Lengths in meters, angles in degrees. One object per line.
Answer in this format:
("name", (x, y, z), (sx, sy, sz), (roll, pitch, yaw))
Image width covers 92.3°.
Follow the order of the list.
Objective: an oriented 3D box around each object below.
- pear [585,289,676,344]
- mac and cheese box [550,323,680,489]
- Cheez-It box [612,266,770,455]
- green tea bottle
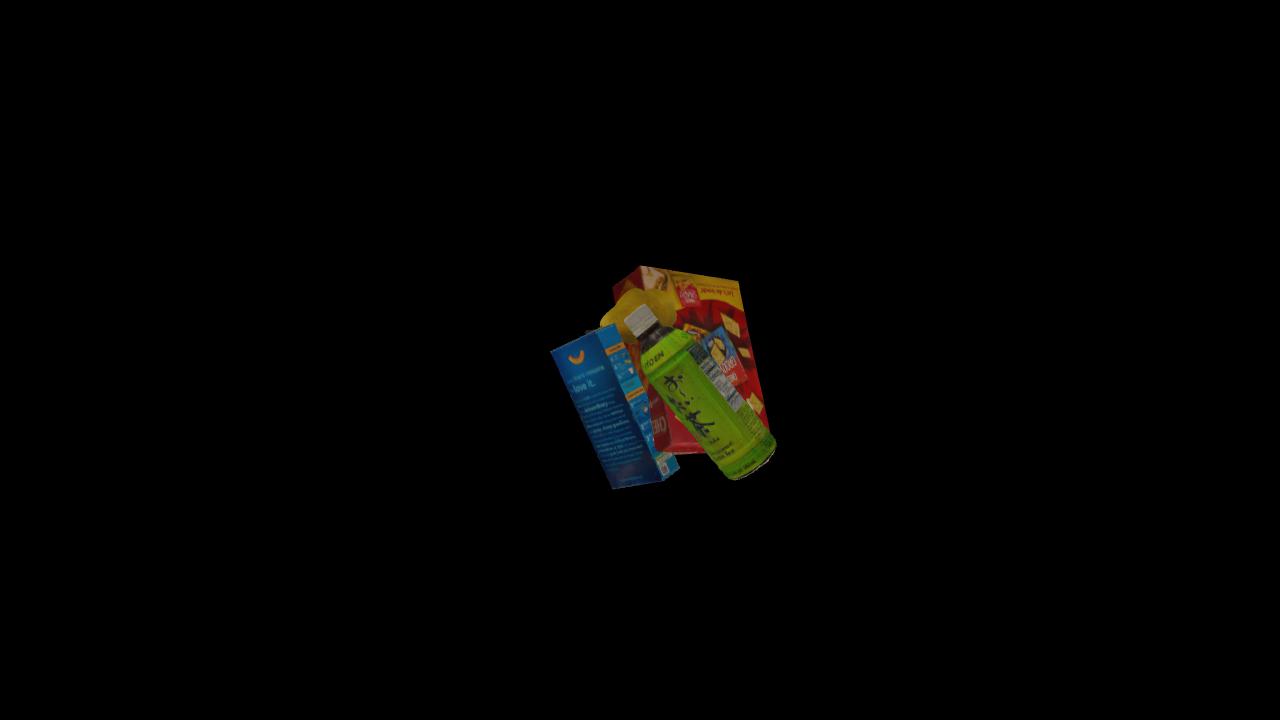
("pear", (-0.009, -0.046, 0.727), (0.111, 0.080, 0.080), (-24, 15, -37))
("mac and cheese box", (-0.031, 0.057, 0.719), (0.093, 0.184, 0.041), (-21, 4, 46))
("Cheez-It box", (0.065, 0.003, 0.764), (0.166, 0.223, 0.071), (3, -21, -36))
("green tea bottle", (0.060, 0.030, 0.669), (0.073, 0.212, 0.073), (-37, 2, 1))
